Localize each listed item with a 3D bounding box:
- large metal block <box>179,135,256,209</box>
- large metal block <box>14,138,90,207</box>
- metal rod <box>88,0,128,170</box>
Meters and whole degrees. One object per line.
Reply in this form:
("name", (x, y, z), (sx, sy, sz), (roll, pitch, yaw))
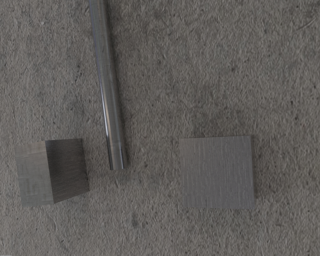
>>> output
("large metal block", (0.071, 0.050, 0.371), (0.080, 0.050, 0.080), (-3, 89, 20))
("large metal block", (-0.147, 0.059, 0.432), (0.050, 0.080, 0.080), (-11, 87, 20))
("metal rod", (-0.077, -0.091, 0.436), (0.025, 0.025, 0.298), (-9, 87, 20))
